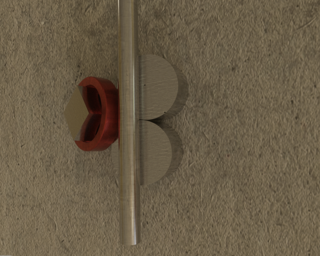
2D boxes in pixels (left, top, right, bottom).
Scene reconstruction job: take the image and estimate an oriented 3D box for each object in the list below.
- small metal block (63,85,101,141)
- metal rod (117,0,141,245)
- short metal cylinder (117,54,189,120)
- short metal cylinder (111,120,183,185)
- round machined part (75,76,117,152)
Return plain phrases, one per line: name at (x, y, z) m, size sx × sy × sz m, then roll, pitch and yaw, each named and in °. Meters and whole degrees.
small metal block at (-0.098, -0.018, 0.402) m, size 0.050 × 0.025 × 0.050 m, roll -53°, pitch 51°, yaw 32°
metal rod at (-0.037, -0.014, 0.370) m, size 0.025 × 0.025 × 0.298 m, roll -1°, pitch 89°, yaw 20°
short metal cylinder at (-0.008, -0.050, 0.400) m, size 0.080 × 0.050 × 0.079 m, roll 0°, pitch 90°, yaw 20°
short metal cylinder at (-0.015, 0.030, 0.402) m, size 0.080 × 0.050 × 0.080 m, roll 0°, pitch 89°, yaw 20°
round machined part at (-0.079, -0.018, 0.415) m, size 0.098 × 0.042 × 0.097 m, roll -4°, pitch 84°, yaw 48°
